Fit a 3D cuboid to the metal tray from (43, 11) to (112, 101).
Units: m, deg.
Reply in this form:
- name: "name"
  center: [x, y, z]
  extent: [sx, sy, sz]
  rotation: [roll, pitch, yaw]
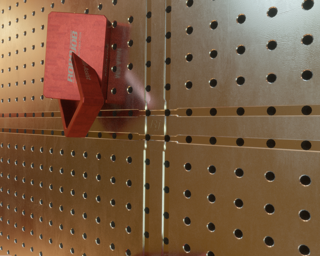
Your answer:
- name: "metal tray"
  center: [-0.127, -0.107, 0.478]
  extent: [0.091, 0.030, 0.129]
  rotation: [6, 94, 4]

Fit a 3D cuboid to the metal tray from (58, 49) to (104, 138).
- name: "metal tray"
  center: [-0.130, -0.061, 0.483]
  extent: [0.089, 0.030, 0.130]
  rotation: [-52, 48, 40]
